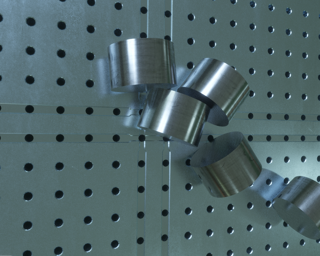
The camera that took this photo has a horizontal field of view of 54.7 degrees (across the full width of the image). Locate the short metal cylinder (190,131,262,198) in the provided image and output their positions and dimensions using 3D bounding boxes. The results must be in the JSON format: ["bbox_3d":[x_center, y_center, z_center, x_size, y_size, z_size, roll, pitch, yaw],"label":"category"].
[{"bbox_3d":[0.088,0.048,0.418,0.080,0.080,0.050,-37,102,-16],"label":"short metal cylinder"}]

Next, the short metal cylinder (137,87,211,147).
[{"bbox_3d":[0.017,-0.012,0.390,0.080,0.080,0.050,21,85,-19],"label":"short metal cylinder"}]

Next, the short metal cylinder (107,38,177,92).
[{"bbox_3d":[-0.021,-0.073,0.376,0.081,0.080,0.050,-5,91,-20],"label":"short metal cylinder"}]

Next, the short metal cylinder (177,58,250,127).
[{"bbox_3d":[0.070,-0.046,0.411,0.080,0.080,0.050,41,77,-16],"label":"short metal cylinder"}]

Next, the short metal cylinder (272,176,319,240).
[{"bbox_3d":[0.220,0.119,0.467,0.050,0.080,0.080,-39,103,-16],"label":"short metal cylinder"}]
